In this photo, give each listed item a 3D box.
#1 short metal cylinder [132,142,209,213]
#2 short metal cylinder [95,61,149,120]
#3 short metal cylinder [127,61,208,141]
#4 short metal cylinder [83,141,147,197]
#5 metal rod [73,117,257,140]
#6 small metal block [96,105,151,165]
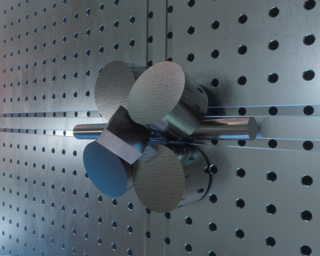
[{"bbox_3d":[0.012,0.058,0.378,0.080,0.050,0.079,0,90,40],"label":"short metal cylinder"},{"bbox_3d":[-0.044,-0.048,0.424,0.080,0.050,0.079,0,90,40],"label":"short metal cylinder"},{"bbox_3d":[0.009,-0.031,0.364,0.080,0.050,0.080,-20,55,31],"label":"short metal cylinder"},{"bbox_3d":[-0.058,0.046,0.420,0.080,0.050,0.079,17,120,32],"label":"short metal cylinder"},{"bbox_3d":[-0.019,0.004,0.419,0.300,0.025,0.025,-1,89,40],"label":"metal rod"},{"bbox_3d":[-0.041,0.008,0.376,0.050,0.050,0.025,36,128,-12],"label":"small metal block"}]
